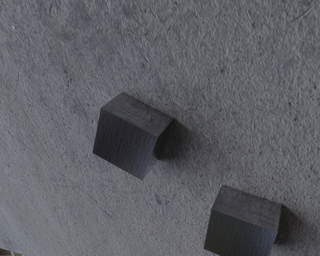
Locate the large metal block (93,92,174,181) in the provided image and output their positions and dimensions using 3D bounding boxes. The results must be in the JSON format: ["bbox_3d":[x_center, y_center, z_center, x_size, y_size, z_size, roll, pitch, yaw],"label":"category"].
[{"bbox_3d":[-0.038,0.011,0.417,0.080,0.050,0.079,27,128,11],"label":"large metal block"}]

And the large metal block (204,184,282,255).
[{"bbox_3d":[0.109,0.133,0.415,0.080,0.050,0.079,16,125,19],"label":"large metal block"}]
